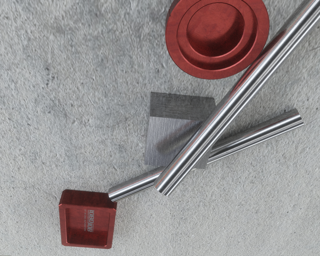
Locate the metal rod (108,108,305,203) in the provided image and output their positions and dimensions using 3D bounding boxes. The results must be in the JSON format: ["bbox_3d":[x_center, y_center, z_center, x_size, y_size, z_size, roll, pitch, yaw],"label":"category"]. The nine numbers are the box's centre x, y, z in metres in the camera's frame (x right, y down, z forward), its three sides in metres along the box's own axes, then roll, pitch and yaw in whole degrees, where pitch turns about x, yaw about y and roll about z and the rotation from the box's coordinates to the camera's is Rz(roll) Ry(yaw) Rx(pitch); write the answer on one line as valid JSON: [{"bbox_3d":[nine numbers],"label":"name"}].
[{"bbox_3d":[0.052,0.047,0.447,0.300,0.025,0.025,-26,126,20],"label":"metal rod"}]

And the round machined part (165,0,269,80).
[{"bbox_3d":[0.054,-0.101,0.311,0.099,0.042,0.097,-1,130,0],"label":"round machined part"}]

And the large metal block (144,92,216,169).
[{"bbox_3d":[0.024,0.004,0.395,0.081,0.050,0.079,5,130,-5],"label":"large metal block"}]

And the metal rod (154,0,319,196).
[{"bbox_3d":[0.090,-0.041,0.326,0.025,0.025,0.299,30,109,-23],"label":"metal rod"}]

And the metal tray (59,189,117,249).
[{"bbox_3d":[-0.124,0.162,0.540,0.091,0.030,0.129,7,130,-7],"label":"metal tray"}]
